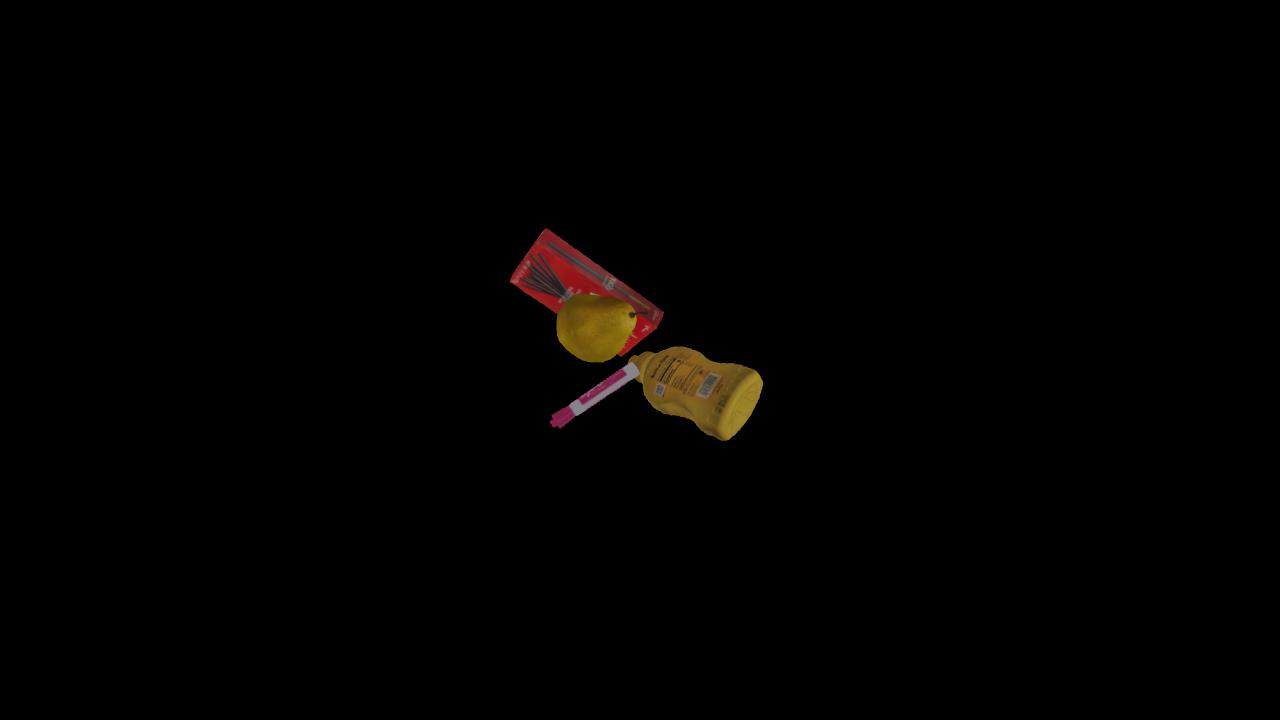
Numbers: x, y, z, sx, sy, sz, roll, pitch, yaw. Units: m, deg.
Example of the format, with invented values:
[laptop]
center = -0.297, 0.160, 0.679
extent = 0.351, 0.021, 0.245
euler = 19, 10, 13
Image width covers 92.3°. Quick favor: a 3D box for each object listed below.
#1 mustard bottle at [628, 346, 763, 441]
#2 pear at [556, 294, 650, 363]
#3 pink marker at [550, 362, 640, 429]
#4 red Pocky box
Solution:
[mustard bottle]
center = 0.053, 0.027, 0.760
extent = 0.184, 0.092, 0.054
euler = 21, -15, 41
[pear]
center = -0.038, -0.040, 0.638
extent = 0.080, 0.080, 0.111
euler = 0, -13, -34
[pink marker]
center = -0.054, 0.042, 0.727
extent = 0.121, 0.020, 0.020
euler = -34, 9, -13
[red Pocky box]
center = -0.058, -0.068, 0.663
extent = 0.155, 0.028, 0.083
euler = 34, -38, -14
